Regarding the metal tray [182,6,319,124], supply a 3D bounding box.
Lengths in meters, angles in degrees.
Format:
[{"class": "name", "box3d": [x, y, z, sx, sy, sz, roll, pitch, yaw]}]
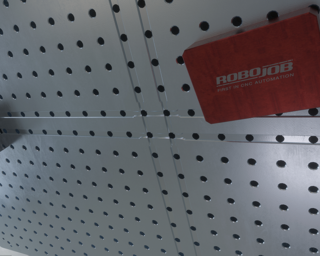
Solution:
[{"class": "metal tray", "box3d": [0.098, -0.058, 0.320, 0.130, 0.030, 0.090, -9, 114, 32]}]

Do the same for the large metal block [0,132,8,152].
[{"class": "large metal block", "box3d": [-0.354, 0.014, 0.590, 0.080, 0.050, 0.080, 1, 119, 27]}]
